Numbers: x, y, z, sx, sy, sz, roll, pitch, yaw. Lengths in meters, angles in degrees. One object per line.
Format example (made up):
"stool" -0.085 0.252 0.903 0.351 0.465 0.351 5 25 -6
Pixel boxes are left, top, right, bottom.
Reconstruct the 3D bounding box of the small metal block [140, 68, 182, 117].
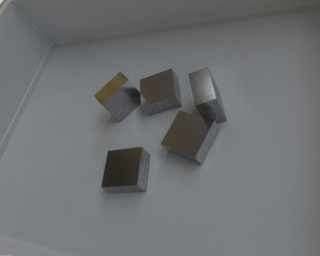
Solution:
"small metal block" 0.001 -0.050 0.435 0.050 0.025 0.050 -17 55 18

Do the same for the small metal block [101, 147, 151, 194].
"small metal block" -0.042 0.054 0.393 0.050 0.025 0.050 -8 58 23

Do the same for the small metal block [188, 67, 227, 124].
"small metal block" 0.059 -0.038 0.381 0.025 0.050 0.050 -19 54 17

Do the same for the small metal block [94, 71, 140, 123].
"small metal block" -0.057 -0.044 0.445 0.050 0.050 0.025 -43 51 -2

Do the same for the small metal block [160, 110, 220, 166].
"small metal block" 0.037 0.011 0.378 0.050 0.025 0.050 19 72 35
